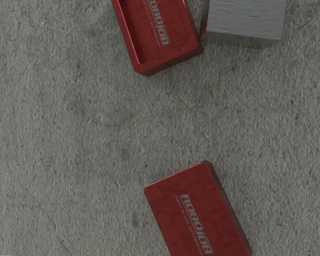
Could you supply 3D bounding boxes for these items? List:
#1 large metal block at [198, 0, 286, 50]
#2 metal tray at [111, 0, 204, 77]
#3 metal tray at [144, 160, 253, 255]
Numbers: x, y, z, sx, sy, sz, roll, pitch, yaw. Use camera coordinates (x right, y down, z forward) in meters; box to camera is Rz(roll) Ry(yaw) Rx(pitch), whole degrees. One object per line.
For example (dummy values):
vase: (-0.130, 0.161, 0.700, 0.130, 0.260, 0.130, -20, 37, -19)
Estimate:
large metal block: (0.092, -0.138, 0.349, 0.081, 0.050, 0.079, 6, 92, -3)
metal tray: (-0.007, -0.144, 0.408, 0.090, 0.030, 0.129, -20, 83, 18)
metal tray: (0.046, 0.117, 0.390, 0.090, 0.030, 0.130, -27, 81, 18)
